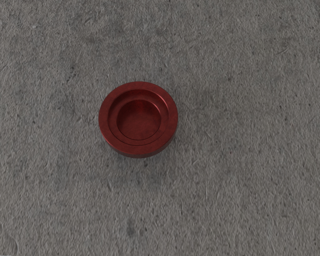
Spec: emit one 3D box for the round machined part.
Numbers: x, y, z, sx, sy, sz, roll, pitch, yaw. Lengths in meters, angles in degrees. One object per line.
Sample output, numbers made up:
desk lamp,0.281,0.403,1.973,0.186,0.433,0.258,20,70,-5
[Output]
round machined part,-0.027,-0.008,0.402,0.099,0.042,0.098,0,70,0
